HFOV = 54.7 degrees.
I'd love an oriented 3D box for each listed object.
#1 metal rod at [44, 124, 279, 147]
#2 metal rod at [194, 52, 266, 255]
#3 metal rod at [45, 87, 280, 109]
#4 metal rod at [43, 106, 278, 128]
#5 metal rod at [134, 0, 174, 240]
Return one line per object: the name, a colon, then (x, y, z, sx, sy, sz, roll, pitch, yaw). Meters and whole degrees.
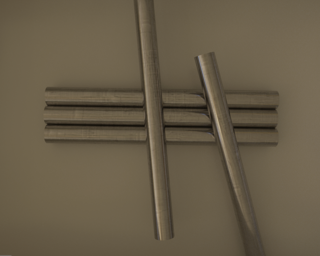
metal rod: (0.003, 0.010, 0.410, 0.302, 0.025, 0.025, 1, 90, -1)
metal rod: (0.094, 0.054, 0.391, 0.025, 0.025, 0.298, -16, 97, 0)
metal rod: (0.003, -0.040, 0.410, 0.302, 0.025, 0.025, 1, 90, -1)
metal rod: (0.002, -0.015, 0.410, 0.302, 0.025, 0.025, 1, 90, -1)
metal rod: (-0.007, -0.013, 0.385, 0.025, 0.025, 0.298, -5, 90, -1)
